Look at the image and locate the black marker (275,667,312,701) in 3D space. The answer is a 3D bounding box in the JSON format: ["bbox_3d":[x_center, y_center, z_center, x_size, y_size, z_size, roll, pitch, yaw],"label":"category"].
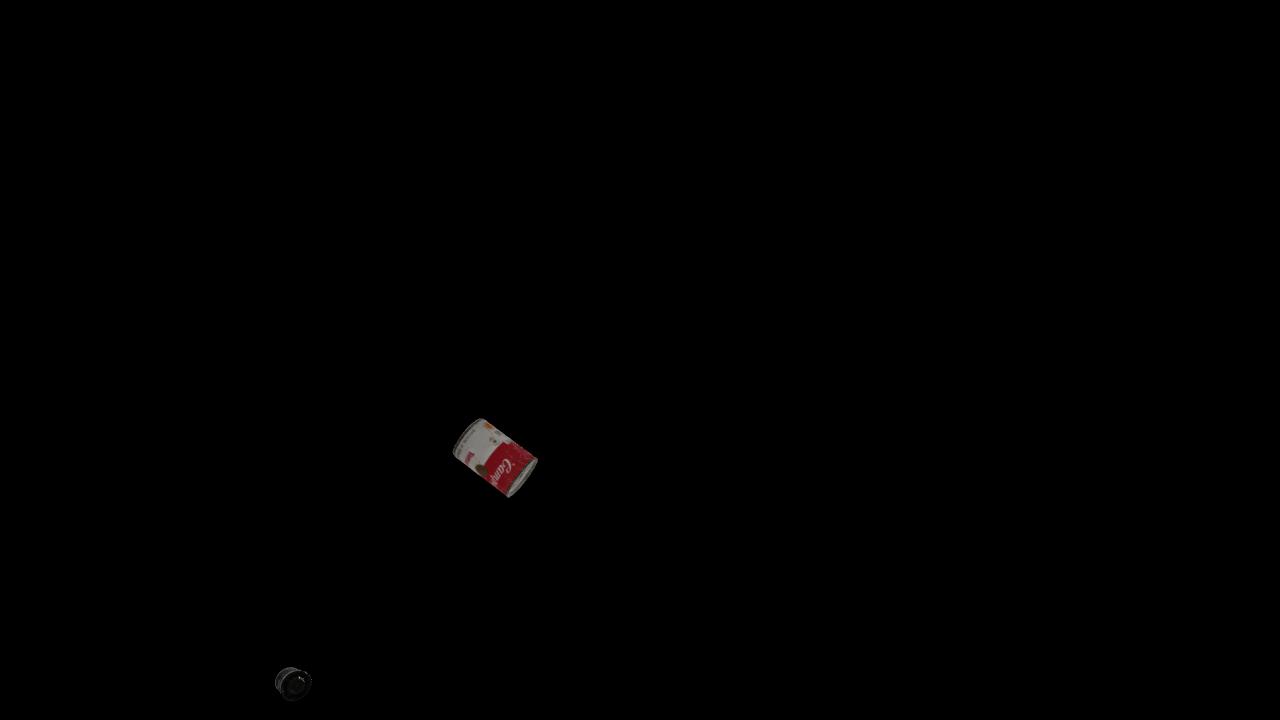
[{"bbox_3d":[-0.263,0.244,0.465,0.020,0.020,0.121,0,-22,-33],"label":"black marker"}]

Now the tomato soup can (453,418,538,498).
[{"bbox_3d":[-0.204,0.136,0.869,0.101,0.068,0.068,36,5,8],"label":"tomato soup can"}]
